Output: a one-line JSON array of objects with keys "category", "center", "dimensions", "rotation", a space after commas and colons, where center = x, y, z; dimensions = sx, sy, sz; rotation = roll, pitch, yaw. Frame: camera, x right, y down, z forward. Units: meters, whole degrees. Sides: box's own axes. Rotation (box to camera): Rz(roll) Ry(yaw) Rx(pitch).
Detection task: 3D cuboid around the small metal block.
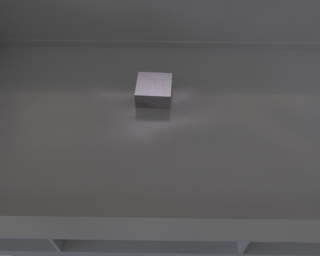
[{"category": "small metal block", "center": [-0.009, -0.055, 0.452], "dimensions": [0.050, 0.025, 0.050], "rotation": [3, 50, 2]}]
